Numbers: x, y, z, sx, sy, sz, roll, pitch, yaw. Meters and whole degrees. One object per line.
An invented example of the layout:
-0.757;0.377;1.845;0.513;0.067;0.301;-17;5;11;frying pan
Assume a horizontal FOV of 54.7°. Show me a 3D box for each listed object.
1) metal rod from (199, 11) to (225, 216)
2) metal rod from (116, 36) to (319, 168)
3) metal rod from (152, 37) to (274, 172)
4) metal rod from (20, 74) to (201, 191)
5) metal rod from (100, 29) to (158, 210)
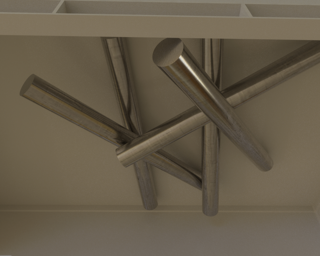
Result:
0.065;0.007;0.397;0.025;0.025;0.298;-4;125;3;metal rod
0.086;-0.037;0.341;0.301;0.025;0.025;-29;126;8;metal rod
0.080;-0.001;0.340;0.025;0.025;0.301;-26;147;20;metal rod
-0.030;0.023;0.393;0.025;0.025;0.301;-35;133;26;metal rod
-0.033;0.014;0.420;0.025;0.025;0.298;-5;130;4;metal rod
